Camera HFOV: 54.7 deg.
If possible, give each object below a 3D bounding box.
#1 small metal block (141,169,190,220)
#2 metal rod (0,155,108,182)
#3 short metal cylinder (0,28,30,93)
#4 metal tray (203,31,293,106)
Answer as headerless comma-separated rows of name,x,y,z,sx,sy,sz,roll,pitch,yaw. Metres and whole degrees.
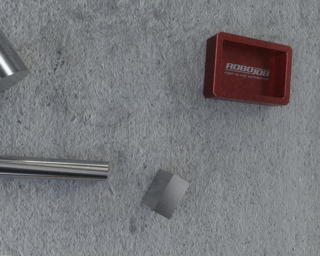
small metal block,0.006,0.084,0.399,0.025,0.050,0.050,34,79,-17
metal rod,-0.208,0.039,0.332,0.302,0.025,0.025,6,88,-20
short metal cylinder,-0.183,-0.060,0.312,0.080,0.080,0.050,-34,102,-17
metal tray,0.131,-0.083,0.456,0.131,0.030,0.089,5,89,-20
